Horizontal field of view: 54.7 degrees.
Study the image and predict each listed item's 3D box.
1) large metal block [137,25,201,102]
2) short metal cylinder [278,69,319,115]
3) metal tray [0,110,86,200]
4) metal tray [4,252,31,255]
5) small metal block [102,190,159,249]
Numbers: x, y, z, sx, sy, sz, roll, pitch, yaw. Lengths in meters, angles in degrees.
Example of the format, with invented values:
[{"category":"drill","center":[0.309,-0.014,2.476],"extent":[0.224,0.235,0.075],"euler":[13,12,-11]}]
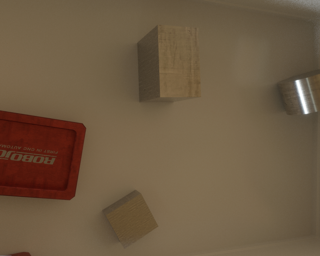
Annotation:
[{"category":"large metal block","center":[0.009,-0.075,0.385],"extent":[0.050,0.080,0.079],"euler":[-2,91,-20]},{"category":"short metal cylinder","center":[0.226,-0.056,0.467],"extent":[0.081,0.080,0.050],"euler":[-21,97,-19]},{"category":"metal tray","center":[-0.157,0.029,0.349],"extent":[0.131,0.030,0.089],"euler":[10,87,-20]},{"category":"metal tray","center":[-0.184,0.160,0.292],"extent":[0.131,0.090,0.030],"euler":[1,90,-35]},{"category":"small metal block","center":[-0.038,0.116,0.398],"extent":[0.050,0.025,0.050],"euler":[-29,100,-18]}]
